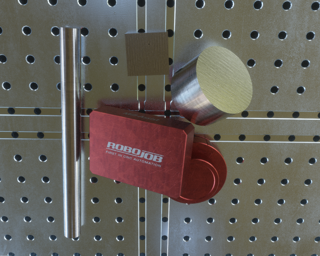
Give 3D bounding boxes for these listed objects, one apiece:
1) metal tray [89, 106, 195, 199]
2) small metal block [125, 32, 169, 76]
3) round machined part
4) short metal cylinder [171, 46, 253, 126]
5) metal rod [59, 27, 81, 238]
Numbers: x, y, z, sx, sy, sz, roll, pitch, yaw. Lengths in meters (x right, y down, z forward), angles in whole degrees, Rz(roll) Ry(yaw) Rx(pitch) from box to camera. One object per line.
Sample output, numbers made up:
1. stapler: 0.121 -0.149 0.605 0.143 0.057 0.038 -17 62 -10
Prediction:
1. metal tray: -0.027 0.028 0.394 0.130 0.030 0.089 12 111 20
2. small metal block: -0.015 -0.092 0.380 0.050 0.025 0.050 -2 110 0
3. round machined part: 0.044 0.064 0.429 0.099 0.042 0.097 0 110 -1
4. short metal cylinder: 0.060 -0.047 0.361 0.080 0.080 0.050 41 148 -14
5. metal rod: -0.120 0.020 0.419 0.025 0.025 0.298 5 110 -2
